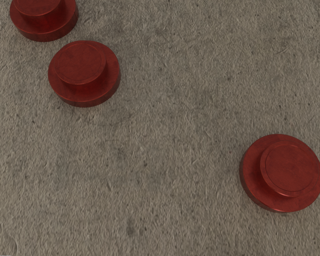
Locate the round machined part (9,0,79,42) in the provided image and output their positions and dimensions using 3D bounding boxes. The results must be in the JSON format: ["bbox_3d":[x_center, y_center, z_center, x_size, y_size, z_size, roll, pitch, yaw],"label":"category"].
[{"bbox_3d":[-0.176,-0.182,0.464,0.099,0.042,0.098,0,70,0],"label":"round machined part"}]

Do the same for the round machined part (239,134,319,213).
[{"bbox_3d":[0.152,0.053,0.381,0.099,0.042,0.098,0,70,0],"label":"round machined part"}]

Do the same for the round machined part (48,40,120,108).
[{"bbox_3d":[-0.106,-0.081,0.428,0.099,0.042,0.098,0,70,0],"label":"round machined part"}]
